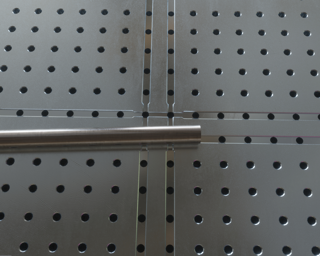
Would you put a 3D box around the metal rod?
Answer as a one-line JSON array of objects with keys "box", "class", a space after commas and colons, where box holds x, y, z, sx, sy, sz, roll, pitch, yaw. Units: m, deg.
[{"box": [-0.098, 0.012, 0.406, 0.302, 0.025, 0.025, -1, 70, -1], "class": "metal rod"}]
